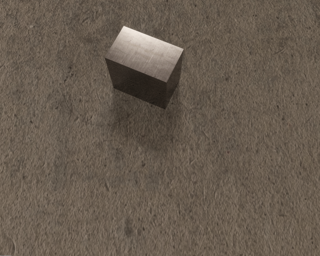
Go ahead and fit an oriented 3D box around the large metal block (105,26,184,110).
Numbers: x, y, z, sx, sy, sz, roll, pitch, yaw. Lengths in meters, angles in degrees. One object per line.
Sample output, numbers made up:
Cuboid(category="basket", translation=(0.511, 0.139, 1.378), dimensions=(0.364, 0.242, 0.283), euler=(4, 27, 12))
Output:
Cuboid(category="large metal block", translation=(-0.019, -0.076, 0.406), dimensions=(0.080, 0.080, 0.050), euler=(23, 72, 8))
